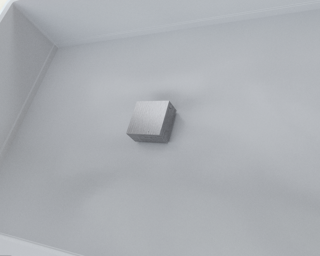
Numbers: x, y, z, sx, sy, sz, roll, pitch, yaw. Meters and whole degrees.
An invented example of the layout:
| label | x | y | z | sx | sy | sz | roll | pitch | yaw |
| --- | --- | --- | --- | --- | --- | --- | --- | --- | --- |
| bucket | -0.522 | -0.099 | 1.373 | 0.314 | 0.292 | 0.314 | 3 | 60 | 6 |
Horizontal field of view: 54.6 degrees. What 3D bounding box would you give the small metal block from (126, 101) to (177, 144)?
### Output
| label | x | y | z | sx | sy | sz | roll | pitch | yaw |
| --- | --- | --- | --- | --- | --- | --- | --- | --- | --- |
| small metal block | -0.011 | -0.008 | 0.413 | 0.050 | 0.025 | 0.050 | 2 | 63 | 29 |
